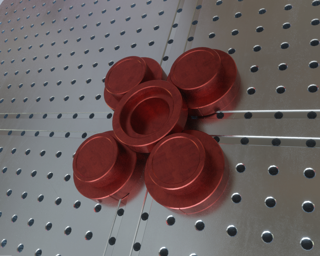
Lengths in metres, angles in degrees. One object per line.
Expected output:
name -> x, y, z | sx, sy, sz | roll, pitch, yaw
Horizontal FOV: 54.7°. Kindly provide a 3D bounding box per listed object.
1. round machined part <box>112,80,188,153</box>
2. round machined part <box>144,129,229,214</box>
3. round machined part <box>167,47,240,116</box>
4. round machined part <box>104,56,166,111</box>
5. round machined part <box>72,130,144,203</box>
round machined part -> -0.009, -0.012, 0.406 | 0.098, 0.042, 0.098 | -13, 56, 20
round machined part -> 0.025, 0.044, 0.355 | 0.098, 0.042, 0.098 | -13, 56, 20
round machined part -> 0.052, -0.068, 0.410 | 0.098, 0.042, 0.098 | -13, 56, 20
round machined part -> -0.042, -0.067, 0.458 | 0.098, 0.042, 0.098 | -13, 56, 20
round machined part -> -0.074, 0.046, 0.407 | 0.098, 0.042, 0.098 | -13, 56, 20
